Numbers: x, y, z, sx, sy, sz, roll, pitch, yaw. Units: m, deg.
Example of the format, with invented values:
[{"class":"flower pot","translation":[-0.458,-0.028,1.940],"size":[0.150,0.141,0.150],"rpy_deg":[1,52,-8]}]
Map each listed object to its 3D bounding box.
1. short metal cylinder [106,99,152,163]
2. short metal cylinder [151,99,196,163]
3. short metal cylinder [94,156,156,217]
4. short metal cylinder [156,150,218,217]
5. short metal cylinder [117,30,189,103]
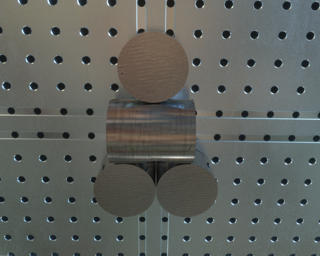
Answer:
[{"class":"short metal cylinder","translation":[-0.035,0.004,0.385],"size":[0.050,0.080,0.079],"rpy_deg":[0,110,-1]},{"class":"short metal cylinder","translation":[0.015,0.004,0.386],"size":[0.050,0.080,0.079],"rpy_deg":[0,110,-1]},{"class":"short metal cylinder","translation":[-0.046,0.074,0.426],"size":[0.081,0.050,0.079],"rpy_deg":[0,110,-1]},{"class":"short metal cylinder","translation":[0.035,0.074,0.426],"size":[0.081,0.050,0.079],"rpy_deg":[0,110,-1]},{"class":"short metal cylinder","translation":[-0.008,-0.076,0.372],"size":[0.081,0.050,0.079],"rpy_deg":[0,110,-1]}]
